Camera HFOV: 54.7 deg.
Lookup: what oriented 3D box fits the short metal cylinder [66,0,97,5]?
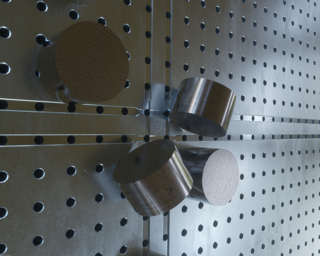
[{"bbox_3d":[-0.079,-0.178,0.326,0.081,0.050,0.079,0,90,-40],"label":"short metal cylinder"}]

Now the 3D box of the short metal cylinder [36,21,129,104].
[{"bbox_3d":[-0.080,-0.065,0.325,0.081,0.050,0.079,0,90,-40],"label":"short metal cylinder"}]

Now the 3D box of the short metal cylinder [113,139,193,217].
[{"bbox_3d":[-0.008,0.057,0.366,0.080,0.080,0.050,-43,116,-32],"label":"short metal cylinder"}]

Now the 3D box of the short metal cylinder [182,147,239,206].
[{"bbox_3d":[0.070,0.069,0.452,0.081,0.050,0.079,0,90,-40],"label":"short metal cylinder"}]

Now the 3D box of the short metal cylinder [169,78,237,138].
[{"bbox_3d":[0.058,-0.026,0.421,0.080,0.080,0.050,32,70,-36],"label":"short metal cylinder"}]
